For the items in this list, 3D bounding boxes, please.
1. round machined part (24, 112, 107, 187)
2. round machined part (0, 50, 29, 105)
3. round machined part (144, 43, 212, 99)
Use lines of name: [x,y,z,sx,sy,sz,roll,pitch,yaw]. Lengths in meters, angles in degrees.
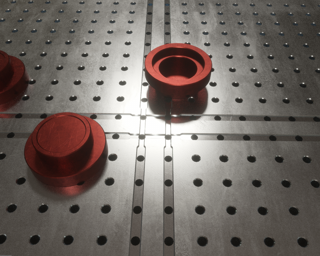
round machined part: [-0.116,0.019,0.379,0.099,0.042,0.098,0,50,0]
round machined part: [-0.252,-0.080,0.461,0.099,0.042,0.098,0,50,0]
round machined part: [0.027,-0.082,0.466,0.099,0.042,0.098,0,50,0]
